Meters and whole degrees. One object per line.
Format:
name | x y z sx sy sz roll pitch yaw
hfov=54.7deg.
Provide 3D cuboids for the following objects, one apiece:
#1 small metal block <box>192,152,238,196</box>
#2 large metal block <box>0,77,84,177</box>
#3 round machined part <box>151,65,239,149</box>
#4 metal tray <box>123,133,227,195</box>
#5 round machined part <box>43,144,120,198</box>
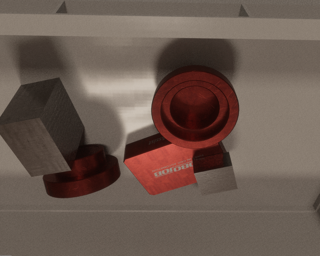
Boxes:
small metal block | 0.076 0.064 0.425 0.050 0.025 0.050 -13 129 10
large metal block | -0.136 -0.002 0.369 0.050 0.080 0.080 -10 129 8
round machined part | 0.041 -0.027 0.366 0.099 0.042 0.097 2 118 4
metal tray | 0.026 0.044 0.444 0.130 0.030 0.090 -20 128 16
round machined part | -0.105 0.051 0.411 0.099 0.098 0.042 -8 103 6
